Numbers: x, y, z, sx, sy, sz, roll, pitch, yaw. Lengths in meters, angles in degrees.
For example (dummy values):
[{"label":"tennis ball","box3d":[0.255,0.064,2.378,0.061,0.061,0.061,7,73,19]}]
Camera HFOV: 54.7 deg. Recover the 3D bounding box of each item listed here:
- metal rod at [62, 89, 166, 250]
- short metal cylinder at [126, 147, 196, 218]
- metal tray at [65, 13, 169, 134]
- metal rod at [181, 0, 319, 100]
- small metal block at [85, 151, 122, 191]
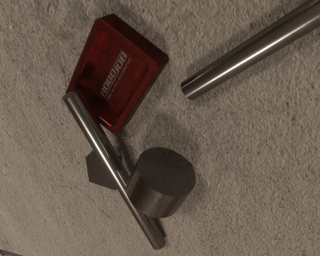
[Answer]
[{"label":"metal rod","box3d":[-0.056,0.077,0.459,0.025,0.025,0.299,-6,123,31]},{"label":"short metal cylinder","box3d":[0.001,0.072,0.414,0.080,0.080,0.050,32,128,7]},{"label":"metal tray","box3d":[-0.059,-0.064,0.393,0.090,0.030,0.129,38,129,1]},{"label":"metal rod","box3d":[0.137,-0.102,0.271,0.299,0.025,0.025,-29,103,37]},{"label":"small metal block","box3d":[-0.087,0.066,0.492,0.050,0.025,0.050,14,124,20]}]
